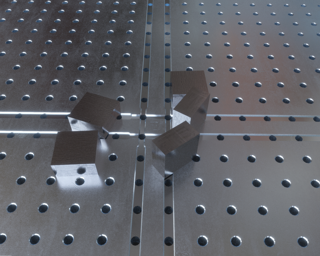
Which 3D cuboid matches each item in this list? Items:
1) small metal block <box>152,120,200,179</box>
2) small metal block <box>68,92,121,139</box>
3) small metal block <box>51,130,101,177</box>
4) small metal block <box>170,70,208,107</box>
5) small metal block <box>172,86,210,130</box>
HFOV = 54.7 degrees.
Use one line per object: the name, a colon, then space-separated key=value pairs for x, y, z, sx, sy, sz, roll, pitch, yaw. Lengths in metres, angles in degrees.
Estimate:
small metal block: x=0.018 y=0.026 z=0.370 sx=0.050 sy=0.050 sz=0.025 roll=-30 pitch=57 yaw=-23
small metal block: x=-0.088 y=-0.018 z=0.422 sx=0.050 sy=0.025 sz=0.050 roll=17 pitch=52 yaw=13
small metal block: x=-0.101 y=0.031 z=0.381 sx=0.050 sy=0.025 sz=0.050 roll=-2 pitch=50 yaw=-2
small metal block: x=0.042 y=-0.059 z=0.458 sx=0.050 sy=0.025 sz=0.050 roll=-2 pitch=50 yaw=-2
small metal block: x=0.040 y=-0.018 z=0.407 sx=0.025 sy=0.050 sz=0.050 roll=27 pitch=55 yaw=20
